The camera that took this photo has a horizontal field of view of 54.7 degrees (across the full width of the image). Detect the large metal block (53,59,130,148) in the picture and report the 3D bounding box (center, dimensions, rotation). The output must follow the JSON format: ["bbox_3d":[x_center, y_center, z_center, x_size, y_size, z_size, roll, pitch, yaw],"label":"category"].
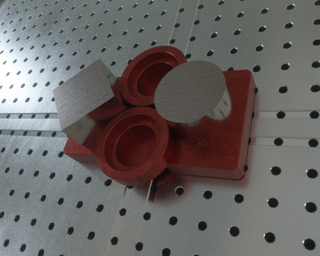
[{"bbox_3d":[-0.092,-0.034,0.423,0.080,0.050,0.080,-32,52,7],"label":"large metal block"}]

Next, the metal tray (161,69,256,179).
[{"bbox_3d":[0.061,-0.008,0.375,0.090,0.030,0.130,1,62,28],"label":"metal tray"}]

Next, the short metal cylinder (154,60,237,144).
[{"bbox_3d":[0.041,-0.029,0.349,0.080,0.050,0.080,-13,56,21],"label":"short metal cylinder"}]

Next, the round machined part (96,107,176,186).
[{"bbox_3d":[-0.026,0.025,0.384,0.098,0.042,0.098,-13,56,21],"label":"round machined part"}]

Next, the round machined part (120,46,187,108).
[{"bbox_3d":[-0.002,-0.061,0.424,0.098,0.042,0.098,-13,56,21],"label":"round machined part"}]

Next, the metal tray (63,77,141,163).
[{"bbox_3d":[-0.077,-0.014,0.454,0.090,0.030,0.130,1,62,27],"label":"metal tray"}]
